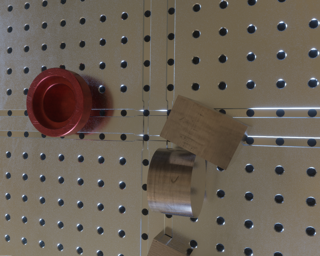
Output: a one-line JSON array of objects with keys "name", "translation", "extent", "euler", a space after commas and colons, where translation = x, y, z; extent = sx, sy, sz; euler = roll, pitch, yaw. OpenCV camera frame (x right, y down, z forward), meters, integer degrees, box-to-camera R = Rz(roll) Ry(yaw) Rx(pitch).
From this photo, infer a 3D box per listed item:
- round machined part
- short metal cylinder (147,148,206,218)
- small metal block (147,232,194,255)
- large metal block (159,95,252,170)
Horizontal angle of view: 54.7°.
[{"name": "round machined part", "translation": [-0.141, -0.036, 0.454], "extent": [0.098, 0.042, 0.097], "euler": [0, 90, 20]}, {"name": "short metal cylinder", "translation": [0.023, 0.065, 0.375], "extent": [0.050, 0.080, 0.080], "euler": [2, 91, 20]}, {"name": "small metal block", "translation": [0.010, 0.176, 0.409], "extent": [0.050, 0.025, 0.050], "euler": [22, 97, 18]}, {"name": "large metal block", "translation": [0.057, 0.003, 0.363], "extent": [0.080, 0.080, 0.050], "euler": [27, 99, 18]}]
